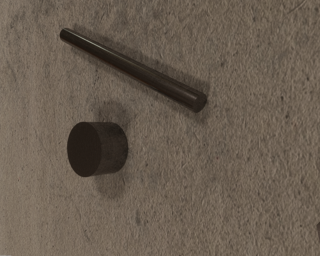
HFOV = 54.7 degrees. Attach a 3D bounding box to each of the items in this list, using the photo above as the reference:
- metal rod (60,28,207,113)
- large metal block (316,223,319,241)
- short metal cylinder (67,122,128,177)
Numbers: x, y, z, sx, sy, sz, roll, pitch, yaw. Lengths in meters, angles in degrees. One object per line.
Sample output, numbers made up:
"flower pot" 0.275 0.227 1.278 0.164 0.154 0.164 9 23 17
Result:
"metal rod" -0.057 -0.095 0.449 0.300 0.025 0.025 32 110 35
"large metal block" 0.163 0.105 0.234 0.050 0.081 0.080 -13 82 39
"short metal cylinder" -0.094 0.031 0.464 0.080 0.050 0.079 0 90 39
